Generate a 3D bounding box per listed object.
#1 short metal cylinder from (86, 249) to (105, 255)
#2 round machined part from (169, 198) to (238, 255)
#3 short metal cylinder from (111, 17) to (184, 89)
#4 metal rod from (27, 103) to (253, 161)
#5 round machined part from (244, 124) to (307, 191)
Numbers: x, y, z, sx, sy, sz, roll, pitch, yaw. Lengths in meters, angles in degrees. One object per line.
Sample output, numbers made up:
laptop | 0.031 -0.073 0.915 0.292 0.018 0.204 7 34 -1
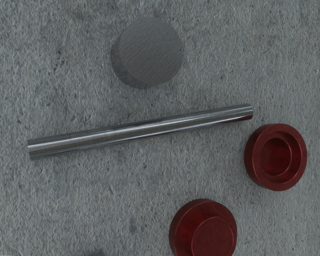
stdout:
short metal cylinder | -0.075 0.187 0.353 0.050 0.080 0.080 -21 98 -19
round machined part | 0.065 0.150 0.426 0.099 0.042 0.097 0 90 -21
short metal cylinder | -0.017 -0.092 0.390 0.081 0.050 0.079 0 90 -21
metal rod | -0.010 0.001 0.406 0.303 0.025 0.025 -10 94 -20
round machined part | 0.167 0.042 0.464 0.099 0.042 0.097 0 90 -21
